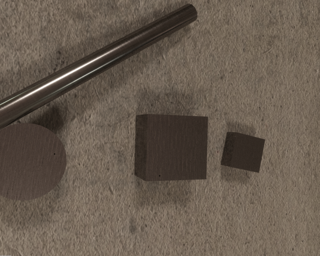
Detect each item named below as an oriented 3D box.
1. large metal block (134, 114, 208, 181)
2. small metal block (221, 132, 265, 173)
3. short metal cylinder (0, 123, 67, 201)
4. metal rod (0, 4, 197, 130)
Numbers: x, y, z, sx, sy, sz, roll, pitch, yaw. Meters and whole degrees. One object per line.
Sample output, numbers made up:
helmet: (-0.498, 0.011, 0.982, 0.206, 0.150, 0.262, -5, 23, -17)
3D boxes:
large metal block: (0.014, 0.024, 0.402, 0.081, 0.050, 0.079, 2, 90, -21)
small metal block: (0.122, 0.036, 0.456, 0.050, 0.025, 0.050, 13, 85, -20)
short metal cylinder: (-0.147, 0.034, 0.341, 0.081, 0.050, 0.079, 0, 91, -22)
metal rod: (-0.069, -0.079, 0.362, 0.302, 0.025, 0.025, -36, 102, -25)
